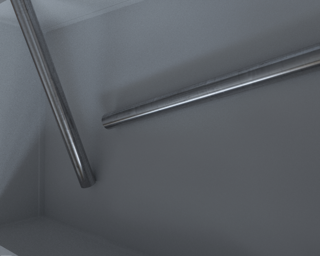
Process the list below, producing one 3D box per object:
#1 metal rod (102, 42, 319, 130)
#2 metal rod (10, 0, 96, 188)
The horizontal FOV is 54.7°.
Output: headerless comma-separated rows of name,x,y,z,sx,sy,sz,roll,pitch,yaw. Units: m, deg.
metal rod,0.036,-0.038,0.375,0.300,0.025,0.025,-14,81,38
metal rod,-0.152,-0.045,0.454,0.025,0.025,0.298,2,115,40
